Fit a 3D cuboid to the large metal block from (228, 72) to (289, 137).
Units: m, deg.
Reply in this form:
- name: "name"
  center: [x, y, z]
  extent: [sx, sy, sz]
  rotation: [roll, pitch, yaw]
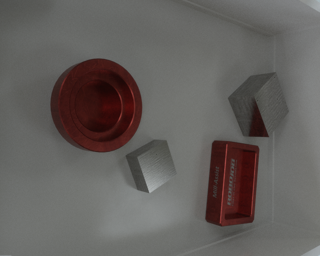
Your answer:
- name: "large metal block"
  center: [0.173, -0.040, 0.539]
  extent: [0.080, 0.050, 0.080]
  rotation: [-41, 116, -32]

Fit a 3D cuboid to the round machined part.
- name: "round machined part"
  center: [-0.071, -0.023, 0.337]
  extent: [0.099, 0.042, 0.097]
  rotation: [0, 90, -40]

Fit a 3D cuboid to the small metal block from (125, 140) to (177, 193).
- name: "small metal block"
  center: [-0.010, 0.048, 0.400]
  extent: [0.050, 0.025, 0.050]
  rotation: [-28, 108, -37]

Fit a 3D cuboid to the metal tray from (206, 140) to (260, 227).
- name: "metal tray"
  center: [0.121, 0.089, 0.507]
  extent: [0.091, 0.030, 0.129]
  rotation: [10, 84, -40]
